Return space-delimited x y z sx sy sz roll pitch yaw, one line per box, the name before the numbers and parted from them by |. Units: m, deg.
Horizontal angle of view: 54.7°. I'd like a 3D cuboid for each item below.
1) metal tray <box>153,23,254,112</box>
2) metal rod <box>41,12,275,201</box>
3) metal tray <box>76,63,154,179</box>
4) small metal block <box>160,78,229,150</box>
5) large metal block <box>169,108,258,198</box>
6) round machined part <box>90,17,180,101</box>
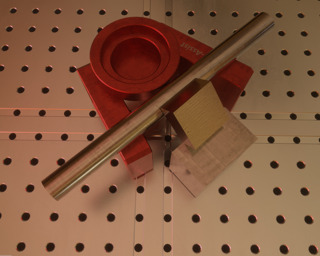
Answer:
metal tray | 0.046 -0.073 0.403 0.130 0.090 0.030 30 74 10
metal rod | 0.010 -0.032 0.328 0.301 0.025 0.025 -39 75 -13
metal tray | -0.053 -0.008 0.379 0.030 0.090 0.130 -28 73 -10
small metal block | 0.037 -0.015 0.317 0.050 0.050 0.025 -41 31 -14
large metal block | 0.059 0.032 0.368 0.080 0.080 0.050 -40 75 -13
round machined part | -0.027 -0.075 0.357 0.099 0.042 0.098 0 70 -1
